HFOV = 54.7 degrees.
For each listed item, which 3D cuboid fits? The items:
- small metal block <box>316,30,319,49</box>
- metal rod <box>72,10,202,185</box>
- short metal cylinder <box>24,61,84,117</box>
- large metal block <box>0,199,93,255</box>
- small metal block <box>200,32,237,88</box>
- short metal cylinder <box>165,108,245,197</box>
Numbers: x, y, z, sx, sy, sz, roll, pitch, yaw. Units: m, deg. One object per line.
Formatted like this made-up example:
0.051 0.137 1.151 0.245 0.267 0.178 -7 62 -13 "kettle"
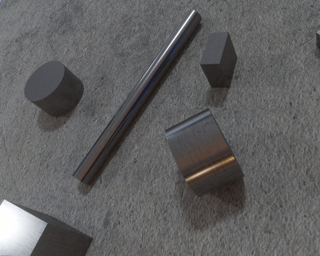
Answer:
0.218 -0.102 0.353 0.050 0.025 0.050 -34 52 6 "small metal block"
-0.027 -0.052 0.448 0.025 0.025 0.300 24 74 36 "metal rod"
-0.176 -0.065 0.518 0.080 0.050 0.080 -13 56 20 "short metal cylinder"
-0.141 0.130 0.361 0.080 0.080 0.050 13 68 33 "large metal block"
0.077 -0.087 0.400 0.025 0.050 0.050 5 64 30 "small metal block"
0.047 0.025 0.327 0.050 0.080 0.080 -28 52 10 "short metal cylinder"
